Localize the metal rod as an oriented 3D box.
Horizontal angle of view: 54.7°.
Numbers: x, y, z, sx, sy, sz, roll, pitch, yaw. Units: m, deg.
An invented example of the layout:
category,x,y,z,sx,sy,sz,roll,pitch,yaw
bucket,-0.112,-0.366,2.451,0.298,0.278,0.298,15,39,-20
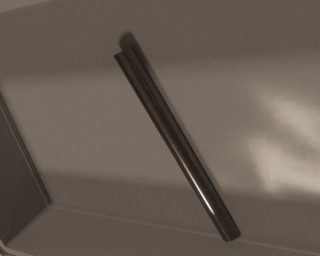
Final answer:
category,x,y,z,sx,sy,sz,roll,pitch,yaw
metal rod,0.028,0.031,0.411,0.025,0.025,0.299,-20,108,35
